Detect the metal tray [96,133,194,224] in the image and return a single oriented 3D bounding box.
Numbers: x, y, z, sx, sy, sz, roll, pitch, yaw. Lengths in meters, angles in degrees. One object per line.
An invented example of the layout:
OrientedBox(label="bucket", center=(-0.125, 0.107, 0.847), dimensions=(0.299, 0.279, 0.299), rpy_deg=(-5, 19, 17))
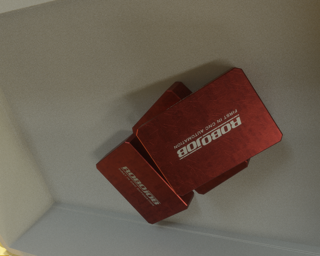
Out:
OrientedBox(label="metal tray", center=(-0.024, 0.078, 0.467), dimensions=(0.130, 0.030, 0.090), rpy_deg=(48, 129, -6))

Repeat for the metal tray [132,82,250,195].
OrientedBox(label="metal tray", center=(0.039, 0.016, 0.395), dimensions=(0.130, 0.030, 0.090), rpy_deg=(43, 129, -2))

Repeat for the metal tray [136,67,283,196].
OrientedBox(label="metal tray", center=(0.052, 0.005, 0.341), dimensions=(0.130, 0.030, 0.090), rpy_deg=(-32, 95, 12))
